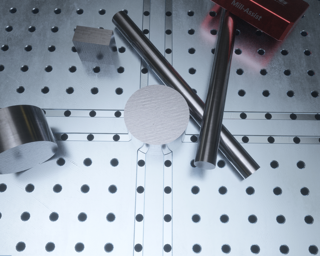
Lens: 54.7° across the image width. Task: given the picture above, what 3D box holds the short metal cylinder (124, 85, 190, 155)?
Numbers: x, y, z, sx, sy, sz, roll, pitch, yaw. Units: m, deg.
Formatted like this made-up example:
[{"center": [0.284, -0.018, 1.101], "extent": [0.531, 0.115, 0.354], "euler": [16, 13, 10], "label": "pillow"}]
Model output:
[{"center": [-0.004, -0.009, 0.402], "extent": [0.081, 0.050, 0.080], "euler": [0, 70, 0], "label": "short metal cylinder"}]

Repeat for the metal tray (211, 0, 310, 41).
[{"center": [0.147, -0.190, 0.463], "extent": [0.130, 0.030, 0.090], "euler": [36, 50, 12], "label": "metal tray"}]

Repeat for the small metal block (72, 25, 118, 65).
[{"center": [-0.091, -0.116, 0.440], "extent": [0.050, 0.050, 0.025], "euler": [8, 70, 3], "label": "small metal block"}]

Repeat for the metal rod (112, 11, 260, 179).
[{"center": [0.027, -0.055, 0.432], "extent": [0.025, 0.025, 0.300], "euler": [-35, 74, -12], "label": "metal rod"}]

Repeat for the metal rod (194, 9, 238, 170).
[{"center": [0.085, -0.086, 0.426], "extent": [0.025, 0.025, 0.300], "euler": [12, 64, 4], "label": "metal rod"}]

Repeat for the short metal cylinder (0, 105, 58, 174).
[{"center": [-0.173, 0.015, 0.375], "extent": [0.080, 0.080, 0.050], "euler": [-25, 72, -9], "label": "short metal cylinder"}]
